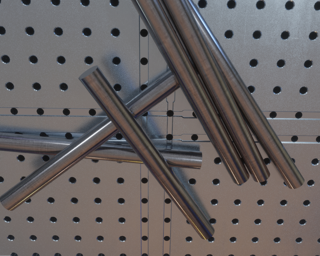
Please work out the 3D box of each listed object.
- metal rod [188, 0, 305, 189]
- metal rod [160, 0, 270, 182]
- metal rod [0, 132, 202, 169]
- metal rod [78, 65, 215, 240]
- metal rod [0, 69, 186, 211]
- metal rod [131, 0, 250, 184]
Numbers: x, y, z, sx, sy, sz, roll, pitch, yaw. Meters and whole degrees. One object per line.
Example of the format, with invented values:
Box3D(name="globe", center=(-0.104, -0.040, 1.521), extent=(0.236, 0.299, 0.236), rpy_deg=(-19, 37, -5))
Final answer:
Box3D(name="metal rod", center=(0.107, -0.036, 0.400), extent=(0.025, 0.025, 0.300), rpy_deg=(-34, 107, 11))
Box3D(name="metal rod", center=(0.070, -0.047, 0.378), extent=(0.025, 0.025, 0.299), rpy_deg=(-28, 115, 10))
Box3D(name="metal rod", center=(-0.094, 0.030, 0.423), extent=(0.302, 0.025, 0.025), rpy_deg=(6, 110, -2))
Box3D(name="metal rod", center=(-0.003, 0.050, 0.403), extent=(0.025, 0.025, 0.300), rpy_deg=(-29, 118, 10))
Box3D(name="metal rod", center=(-0.077, 0.009, 0.394), extent=(0.300, 0.025, 0.025), rpy_deg=(-36, 106, 4))
Box3D(name="metal rod", center=(0.043, -0.041, 0.372), extent=(0.025, 0.025, 0.299), rpy_deg=(-28, 117, 10))
